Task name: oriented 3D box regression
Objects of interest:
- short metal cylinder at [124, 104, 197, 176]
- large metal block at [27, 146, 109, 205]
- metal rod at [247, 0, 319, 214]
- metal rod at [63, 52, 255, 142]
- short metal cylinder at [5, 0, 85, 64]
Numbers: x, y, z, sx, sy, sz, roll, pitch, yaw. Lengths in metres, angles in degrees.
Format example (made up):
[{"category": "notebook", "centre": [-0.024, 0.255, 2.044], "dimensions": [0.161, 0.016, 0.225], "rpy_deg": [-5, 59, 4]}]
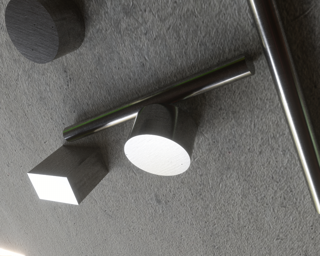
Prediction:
[{"category": "short metal cylinder", "centre": [0.002, 0.016, 0.384], "dimensions": [0.080, 0.050, 0.080], "rpy_deg": [10, 140, 9]}, {"category": "large metal block", "centre": [-0.143, 0.071, 0.491], "dimensions": [0.080, 0.080, 0.050], "rpy_deg": [1, 119, 28]}, {"category": "metal rod", "centre": [0.133, -0.035, 0.314], "dimensions": [0.025, 0.025, 0.299], "rpy_deg": [-13, 112, 33]}, {"category": "metal rod", "centre": [-0.025, -0.028, 0.402], "dimensions": [0.300, 0.025, 0.025], "rpy_deg": [-18, 109, 35]}, {"category": "short metal cylinder", "centre": [-0.143, -0.127, 0.387], "dimensions": [0.080, 0.050, 0.079], "rpy_deg": [13, 124, 21]}]
